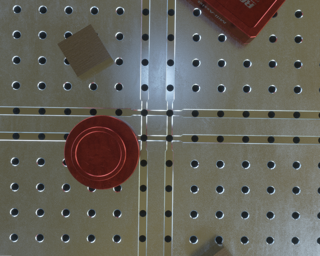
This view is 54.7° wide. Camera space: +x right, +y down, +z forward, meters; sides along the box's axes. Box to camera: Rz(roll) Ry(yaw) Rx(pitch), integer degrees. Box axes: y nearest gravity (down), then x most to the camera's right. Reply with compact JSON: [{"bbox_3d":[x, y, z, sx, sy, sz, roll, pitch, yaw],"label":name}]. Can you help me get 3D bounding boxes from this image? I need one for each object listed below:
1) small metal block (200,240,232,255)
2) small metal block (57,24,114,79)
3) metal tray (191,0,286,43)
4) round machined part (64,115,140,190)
[{"bbox_3d":[0.079,0.190,0.414,0.050,0.025,0.050,-38,90,0],"label":"small metal block"},{"bbox_3d":[-0.098,-0.100,0.412,0.050,0.025,0.050,-31,90,0],"label":"small metal block"},{"bbox_3d":[0.097,-0.188,0.411,0.130,0.030,0.090,39,90,0],"label":"metal tray"},{"bbox_3d":[-0.076,0.032,0.404,0.099,0.042,0.097,0,90,0],"label":"round machined part"}]
